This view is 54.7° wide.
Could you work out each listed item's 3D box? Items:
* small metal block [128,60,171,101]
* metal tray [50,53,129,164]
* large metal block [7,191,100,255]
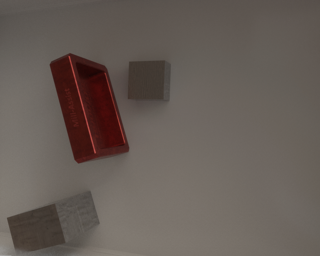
[{"bbox_3d":[-0.014,-0.062,0.415,0.050,0.025,0.050,2,91,19],"label":"small metal block"},{"bbox_3d":[-0.088,-0.024,0.405,0.030,0.090,0.129,-18,84,19],"label":"metal tray"},{"bbox_3d":[-0.145,0.129,0.431,0.080,0.080,0.050,-19,84,18],"label":"large metal block"}]
